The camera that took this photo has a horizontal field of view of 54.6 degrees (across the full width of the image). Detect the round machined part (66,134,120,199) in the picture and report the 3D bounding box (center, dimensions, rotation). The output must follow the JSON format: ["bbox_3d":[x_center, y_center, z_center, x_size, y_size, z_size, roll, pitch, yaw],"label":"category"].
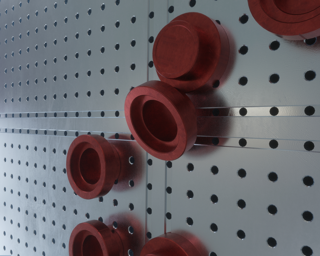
[{"bbox_3d":[-0.100,0.058,0.482,0.098,0.042,0.097,0,90,40],"label":"round machined part"}]

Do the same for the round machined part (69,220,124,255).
[{"bbox_3d":[-0.094,0.191,0.478,0.098,0.042,0.097,0,90,40],"label":"round machined part"}]

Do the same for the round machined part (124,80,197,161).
[{"bbox_3d":[0.006,-0.012,0.379,0.098,0.042,0.097,25,132,32],"label":"round machined part"}]

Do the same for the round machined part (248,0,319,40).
[{"bbox_3d":[0.136,-0.130,0.287,0.098,0.042,0.097,0,90,40],"label":"round machined part"}]

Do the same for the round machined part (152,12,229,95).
[{"bbox_3d":[0.029,-0.091,0.375,0.098,0.042,0.097,0,90,40],"label":"round machined part"}]

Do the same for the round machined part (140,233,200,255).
[{"bbox_3d":[0.007,0.189,0.393,0.098,0.042,0.097,0,90,40],"label":"round machined part"}]
